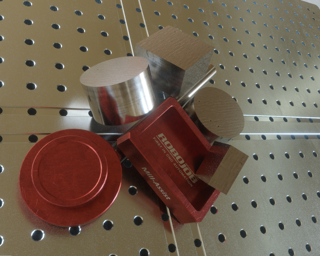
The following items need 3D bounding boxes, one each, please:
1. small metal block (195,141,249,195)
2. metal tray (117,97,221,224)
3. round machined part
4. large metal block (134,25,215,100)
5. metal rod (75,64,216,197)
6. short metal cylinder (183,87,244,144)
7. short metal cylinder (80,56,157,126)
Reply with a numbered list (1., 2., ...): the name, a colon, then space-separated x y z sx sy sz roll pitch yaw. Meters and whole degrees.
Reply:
1. small metal block: 0.071 0.045 0.365 0.025 0.050 0.050 32 87 -11
2. metal tray: 0.021 0.038 0.375 0.130 0.030 0.090 52 51 -7
3. round machined part: -0.087 0.046 0.306 0.099 0.042 0.098 4 68 -10
4. large metal block: 0.019 -0.097 0.446 0.080 0.050 0.080 32 49 18
5. metal rod: -0.004 -0.013 0.416 0.025 0.025 0.302 44 52 2
6. short metal cylinder: 0.070 -0.011 0.435 0.081 0.050 0.080 14 56 -21
7. short metal cylinder: -0.048 -0.046 0.368 0.080 0.050 0.080 -9 33 6
